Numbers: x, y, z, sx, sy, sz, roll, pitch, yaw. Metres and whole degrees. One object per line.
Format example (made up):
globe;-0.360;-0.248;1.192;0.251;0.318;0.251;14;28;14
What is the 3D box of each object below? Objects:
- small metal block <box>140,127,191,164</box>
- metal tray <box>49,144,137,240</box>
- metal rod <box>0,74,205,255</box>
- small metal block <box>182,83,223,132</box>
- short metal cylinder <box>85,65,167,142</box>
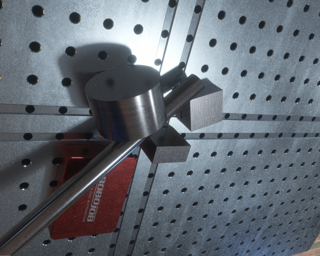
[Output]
small metal block;0.005;0.022;0.413;0.050;0.050;0.025;1;118;-29
metal tray;-0.092;0.085;0.412;0.091;0.030;0.129;4;117;-31
metal rod;-0.063;0.038;0.363;0.301;0.025;0.025;-41;130;-12
small metal block;0.058;-0.029;0.427;0.050;0.025;0.050;-18;126;-18
short metal cylinder;-0.036;-0.029;0.339;0.081;0.080;0.050;-21;127;-16
